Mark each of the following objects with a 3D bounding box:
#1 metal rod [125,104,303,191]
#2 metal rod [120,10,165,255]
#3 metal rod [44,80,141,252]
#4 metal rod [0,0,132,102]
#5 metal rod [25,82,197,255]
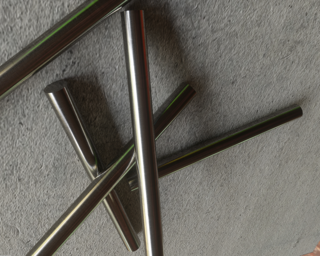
[{"bbox_3d":[0.091,0.024,0.471,0.302,0.025,0.025,-21,127,-16],"label":"metal rod"},{"bbox_3d":[-0.017,0.023,0.360,0.025,0.025,0.298,-11,108,-22],"label":"metal rod"},{"bbox_3d":[-0.076,0.072,0.409,0.025,0.025,0.298,-25,128,-13],"label":"metal rod"},{"bbox_3d":[-0.092,-0.090,0.300,0.301,0.025,0.025,-38,129,-2],"label":"metal rod"},{"bbox_3d":[-0.062,0.061,0.378,0.300,0.025,0.025,-48,130,-7],"label":"metal rod"}]
